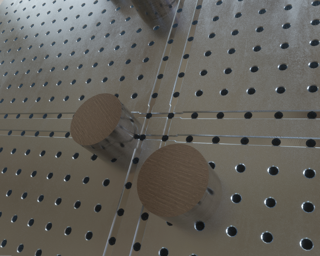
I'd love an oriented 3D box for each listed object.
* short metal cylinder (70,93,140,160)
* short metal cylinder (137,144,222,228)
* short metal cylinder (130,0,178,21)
[{"bbox_3d":[-0.076,-0.001,0.431,0.080,0.050,0.080,-13,56,20],"label":"short metal cylinder"},{"bbox_3d":[0.022,0.064,0.341,0.080,0.050,0.080,-13,56,20],"label":"short metal cylinder"},{"bbox_3d":[-0.013,-0.236,0.542,0.080,0.050,0.080,-13,56,20],"label":"short metal cylinder"}]
